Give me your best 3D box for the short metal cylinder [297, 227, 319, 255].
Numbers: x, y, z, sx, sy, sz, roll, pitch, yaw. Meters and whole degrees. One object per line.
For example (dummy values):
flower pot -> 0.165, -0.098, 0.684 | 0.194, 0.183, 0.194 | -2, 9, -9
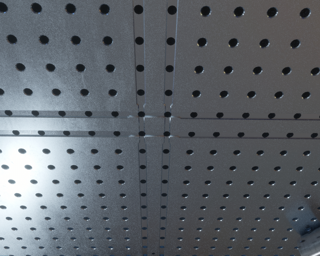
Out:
short metal cylinder -> 0.304, 0.231, 0.577 | 0.080, 0.080, 0.050 | 31, 123, -24
